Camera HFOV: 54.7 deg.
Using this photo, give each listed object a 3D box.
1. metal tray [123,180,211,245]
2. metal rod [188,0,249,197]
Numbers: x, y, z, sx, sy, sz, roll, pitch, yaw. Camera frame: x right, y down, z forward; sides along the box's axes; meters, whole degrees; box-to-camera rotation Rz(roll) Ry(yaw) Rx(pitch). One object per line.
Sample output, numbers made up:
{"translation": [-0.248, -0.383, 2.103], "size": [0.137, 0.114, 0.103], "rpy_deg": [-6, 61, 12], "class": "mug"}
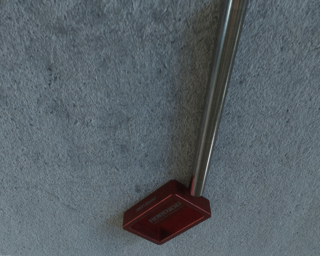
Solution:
{"translation": [0.010, 0.148, 0.529], "size": [0.090, 0.030, 0.130], "rpy_deg": [35, 122, -26], "class": "metal tray"}
{"translation": [0.065, -0.014, 0.395], "size": [0.025, 0.025, 0.298], "rpy_deg": [2, 130, -2], "class": "metal rod"}
